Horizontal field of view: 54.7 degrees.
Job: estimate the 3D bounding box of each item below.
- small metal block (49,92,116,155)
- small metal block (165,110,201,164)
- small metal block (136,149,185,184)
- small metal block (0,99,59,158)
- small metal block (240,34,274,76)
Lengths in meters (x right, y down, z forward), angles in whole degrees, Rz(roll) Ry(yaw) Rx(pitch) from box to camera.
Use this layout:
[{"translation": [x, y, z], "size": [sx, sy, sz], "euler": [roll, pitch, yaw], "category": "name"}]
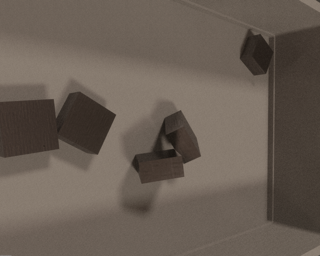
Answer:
[{"translation": [-0.084, -0.005, 0.338], "size": [0.050, 0.025, 0.050], "euler": [35, 69, -35], "category": "small metal block"}, {"translation": [0.030, 0.011, 0.416], "size": [0.050, 0.025, 0.050], "euler": [58, 13, -24], "category": "small metal block"}, {"translation": [-0.001, 0.045, 0.379], "size": [0.050, 0.050, 0.025], "euler": [-8, 97, -8], "category": "small metal block"}, {"translation": [-0.129, -0.001, 0.299], "size": [0.050, 0.025, 0.050], "euler": [-8, 96, -40], "category": "small metal block"}, {"translation": [0.174, -0.131, 0.556], "size": [0.050, 0.025, 0.050], "euler": [37, 67, -34], "category": "small metal block"}]
